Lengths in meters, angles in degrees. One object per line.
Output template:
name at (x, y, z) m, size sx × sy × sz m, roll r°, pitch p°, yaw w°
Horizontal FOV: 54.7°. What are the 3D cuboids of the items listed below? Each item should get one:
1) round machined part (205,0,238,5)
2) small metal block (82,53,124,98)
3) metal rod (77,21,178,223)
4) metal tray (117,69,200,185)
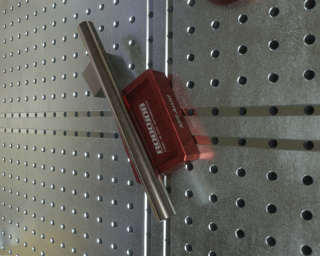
round machined part at (0.068, -0.193, 0.342) m, size 0.098 × 0.042 × 0.097 m, roll 0°, pitch 90°, yaw 40°
small metal block at (-0.090, -0.083, 0.484) m, size 0.050 × 0.025 × 0.050 m, roll -45°, pitch 63°, yaw 30°
metal rod at (-0.051, -0.022, 0.411) m, size 0.025 × 0.025 × 0.299 m, roll -38°, pitch 67°, yaw 33°
metal tray at (-0.012, -0.001, 0.415) m, size 0.090 × 0.030 × 0.130 m, roll -34°, pitch 69°, yaw 35°
